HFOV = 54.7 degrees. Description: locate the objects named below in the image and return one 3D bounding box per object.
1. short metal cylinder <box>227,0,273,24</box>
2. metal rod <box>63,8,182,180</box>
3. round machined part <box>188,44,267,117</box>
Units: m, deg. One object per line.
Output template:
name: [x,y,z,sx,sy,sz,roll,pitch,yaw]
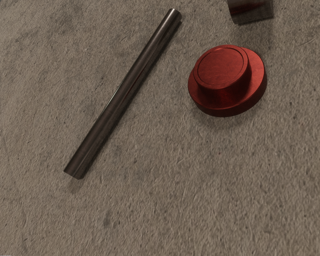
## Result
short metal cylinder: [0.122,-0.187,0.419,0.050,0.080,0.080,-6,59,25]
metal rod: [-0.049,-0.059,0.464,0.025,0.025,0.300,20,72,35]
round machined part: [0.081,-0.066,0.390,0.098,0.042,0.098,-13,56,20]
